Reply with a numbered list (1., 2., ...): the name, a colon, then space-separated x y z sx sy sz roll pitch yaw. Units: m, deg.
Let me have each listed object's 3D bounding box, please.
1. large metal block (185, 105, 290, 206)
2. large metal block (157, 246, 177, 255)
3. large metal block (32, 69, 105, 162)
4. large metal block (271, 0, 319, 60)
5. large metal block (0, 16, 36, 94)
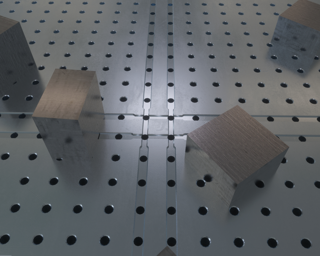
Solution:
1. large metal block: 0.087 0.030 0.367 0.080 0.050 0.080 -29 56 -22
2. large metal block: -0.007 0.152 0.244 0.080 0.080 0.050 -35 59 -26
3. large metal block: -0.107 -0.015 0.385 0.050 0.080 0.080 4 50 4
4. large metal block: 0.257 -0.175 0.540 0.080 0.050 0.080 35 58 25
5. large metal block: -0.244 -0.110 0.464 0.050 0.080 0.080 22 53 17
